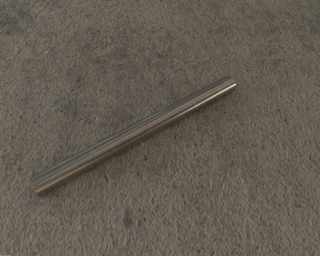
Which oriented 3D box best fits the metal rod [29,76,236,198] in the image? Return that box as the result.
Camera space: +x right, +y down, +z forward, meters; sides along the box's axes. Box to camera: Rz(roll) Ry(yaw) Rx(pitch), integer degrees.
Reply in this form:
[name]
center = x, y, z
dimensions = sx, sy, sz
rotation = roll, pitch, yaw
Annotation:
[metal rod]
center = -0.018, 0.001, 0.405
dimensions = 0.302, 0.025, 0.025
rotation = -29, 56, -22
